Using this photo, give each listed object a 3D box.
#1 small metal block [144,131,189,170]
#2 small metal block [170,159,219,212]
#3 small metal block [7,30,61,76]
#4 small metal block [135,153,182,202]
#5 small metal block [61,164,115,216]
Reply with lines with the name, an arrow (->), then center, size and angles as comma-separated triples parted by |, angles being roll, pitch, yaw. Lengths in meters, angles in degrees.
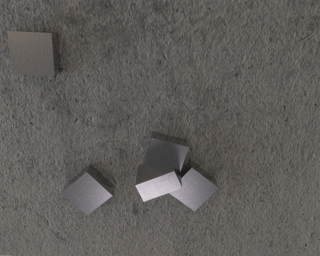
small metal block -> 0.007, 0.037, 0.423 | 0.050, 0.025, 0.050 | 14, 109, -6
small metal block -> 0.046, 0.082, 0.440 | 0.050, 0.025, 0.050 | 38, 106, -13
small metal block -> -0.151, -0.091, 0.375 | 0.050, 0.025, 0.050 | 3, 110, -1
small metal block -> -0.001, 0.061, 0.392 | 0.050, 0.050, 0.025 | -21, 109, 8
small metal block -> -0.101, 0.088, 0.441 | 0.050, 0.025, 0.050 | -39, 106, 13
